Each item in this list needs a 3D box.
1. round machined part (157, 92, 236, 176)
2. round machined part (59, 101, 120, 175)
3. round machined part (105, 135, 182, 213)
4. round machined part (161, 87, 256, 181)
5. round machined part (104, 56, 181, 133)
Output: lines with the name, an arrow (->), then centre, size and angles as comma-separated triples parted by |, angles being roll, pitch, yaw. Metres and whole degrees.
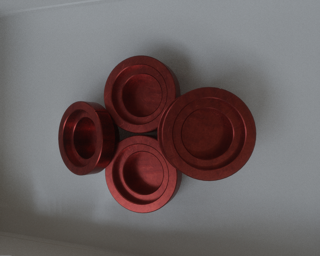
round machined part -> 0.046, 0.006, 0.372 | 0.099, 0.042, 0.097 | 0, 89, -3
round machined part -> -0.093, 0.013, 0.422 | 0.098, 0.042, 0.097 | 0, 89, 40
round machined part -> -0.018, 0.057, 0.405 | 0.098, 0.042, 0.097 | 0, 90, 20
round machined part -> 0.050, 0.006, 0.341 | 0.099, 0.042, 0.097 | 0, 90, -2
round machined part -> -0.020, -0.042, 0.406 | 0.098, 0.042, 0.097 | 0, 90, 20
